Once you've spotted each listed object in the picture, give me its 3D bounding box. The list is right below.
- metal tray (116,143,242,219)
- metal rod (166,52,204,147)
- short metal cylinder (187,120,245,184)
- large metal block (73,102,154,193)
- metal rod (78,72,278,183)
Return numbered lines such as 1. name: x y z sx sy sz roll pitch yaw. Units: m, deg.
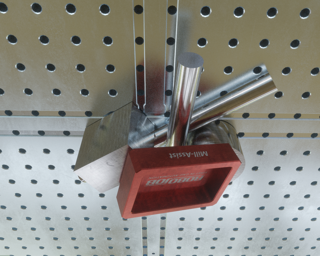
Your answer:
1. metal tray: 0.021 0.062 0.369 0.131 0.030 0.089 -2 133 -24
2. metal rod: 0.019 0.031 0.409 0.025 0.025 0.298 3 140 -3
3. short metal cylinder: 0.071 0.035 0.425 0.081 0.050 0.079 0 130 0
4. large metal block: -0.055 0.025 0.395 0.080 0.080 0.050 -27 125 21
5. metal rod: 0.009 0.008 0.419 0.300 0.025 0.025 -27 126 20
